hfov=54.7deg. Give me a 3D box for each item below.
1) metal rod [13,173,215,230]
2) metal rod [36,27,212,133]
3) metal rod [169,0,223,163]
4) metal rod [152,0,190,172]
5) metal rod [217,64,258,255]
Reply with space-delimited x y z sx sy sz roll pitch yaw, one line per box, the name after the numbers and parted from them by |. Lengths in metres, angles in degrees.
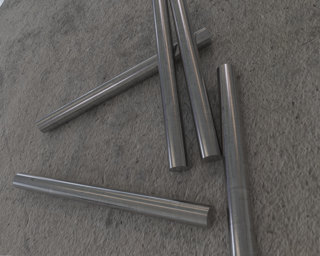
-0.078 0.085 0.392 0.300 0.025 0.025 3 63 29 | metal rod
-0.061 -0.069 0.478 0.300 0.025 0.025 -27 53 11 | metal rod
0.040 -0.098 0.417 0.025 0.025 0.299 -17 63 18 | metal rod
0.010 -0.087 0.425 0.025 0.025 0.299 -15 64 20 | metal rod
0.081 0.053 0.328 0.025 0.025 0.299 -11 57 22 | metal rod
